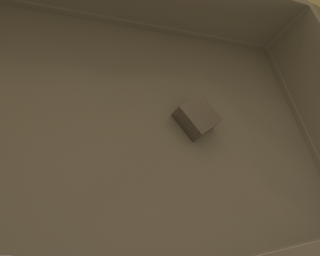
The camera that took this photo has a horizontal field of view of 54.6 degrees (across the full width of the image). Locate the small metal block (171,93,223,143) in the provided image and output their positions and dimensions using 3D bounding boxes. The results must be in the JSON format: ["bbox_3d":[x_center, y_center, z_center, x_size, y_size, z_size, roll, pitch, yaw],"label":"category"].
[{"bbox_3d":[0.053,-0.015,0.443,0.050,0.025,0.050,-32,79,-38],"label":"small metal block"}]
